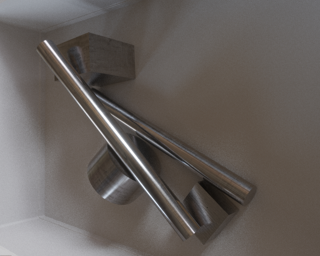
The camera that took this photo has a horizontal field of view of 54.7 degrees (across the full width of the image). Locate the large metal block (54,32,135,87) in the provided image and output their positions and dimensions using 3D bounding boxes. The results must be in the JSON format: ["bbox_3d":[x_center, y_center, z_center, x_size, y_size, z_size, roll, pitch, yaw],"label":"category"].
[{"bbox_3d":[-0.094,-0.094,0.445,0.080,0.081,0.050,-5,87,39],"label":"large metal block"}]

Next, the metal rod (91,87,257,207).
[{"bbox_3d":[-0.010,0.008,0.412,0.300,0.025,0.025,31,109,35],"label":"metal rod"}]

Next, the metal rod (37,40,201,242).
[{"bbox_3d":[-0.058,0.005,0.375,0.300,0.025,0.025,50,120,13],"label":"metal rod"}]

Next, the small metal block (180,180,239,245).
[{"bbox_3d":[0.054,0.096,0.359,0.050,0.025,0.050,45,117,30],"label":"small metal block"}]

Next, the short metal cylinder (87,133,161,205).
[{"bbox_3d":[-0.046,0.052,0.404,0.050,0.081,0.080,-47,62,29],"label":"short metal cylinder"}]
